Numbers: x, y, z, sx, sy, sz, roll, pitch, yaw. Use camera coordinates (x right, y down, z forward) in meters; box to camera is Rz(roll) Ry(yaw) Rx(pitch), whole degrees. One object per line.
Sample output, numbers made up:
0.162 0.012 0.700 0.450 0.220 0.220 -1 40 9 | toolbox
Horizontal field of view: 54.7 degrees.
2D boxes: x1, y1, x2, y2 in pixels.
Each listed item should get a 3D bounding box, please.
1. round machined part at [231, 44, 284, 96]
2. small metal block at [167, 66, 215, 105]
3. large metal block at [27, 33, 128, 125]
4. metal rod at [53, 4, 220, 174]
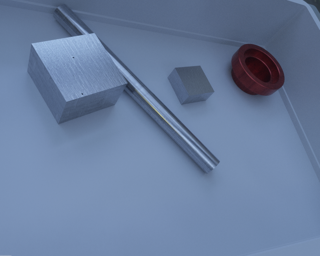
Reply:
0.166 -0.097 0.546 0.099 0.042 0.098 14 56 -21 | round machined part
0.047 -0.066 0.473 0.050 0.025 0.050 -12 68 -34 | small metal block
-0.100 -0.061 0.374 0.081 0.050 0.080 -24 75 -37 | large metal block
-0.034 -0.055 0.422 0.300 0.025 0.025 46 51 3 | metal rod
